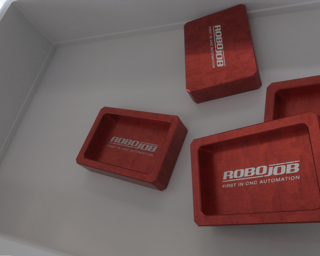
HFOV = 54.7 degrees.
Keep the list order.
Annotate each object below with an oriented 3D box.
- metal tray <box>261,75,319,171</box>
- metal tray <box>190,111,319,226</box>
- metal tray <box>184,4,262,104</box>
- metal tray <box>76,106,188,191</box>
[{"bbox_3d":[0.166,-0.006,0.291,0.130,0.030,0.090,-5,67,42],"label":"metal tray"},{"bbox_3d":[0.092,0.044,0.293,0.130,0.030,0.090,-17,65,38],"label":"metal tray"},{"bbox_3d":[0.081,-0.103,0.423,0.090,0.030,0.130,-12,56,21],"label":"metal tray"},{"bbox_3d":[-0.039,0.023,0.408,0.130,0.030,0.090,9,66,32],"label":"metal tray"}]
